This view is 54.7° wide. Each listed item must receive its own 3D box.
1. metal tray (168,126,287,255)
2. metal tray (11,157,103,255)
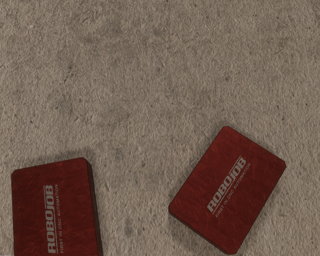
[{"bbox_3d":[0.082,0.073,0.380,0.090,0.030,0.130,34,73,11],"label":"metal tray"},{"bbox_3d":[-0.121,0.107,0.365,0.091,0.030,0.129,-11,70,-4],"label":"metal tray"}]
